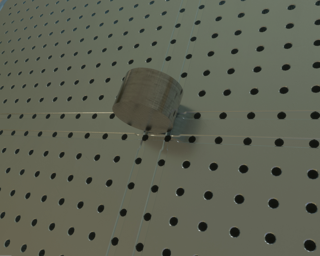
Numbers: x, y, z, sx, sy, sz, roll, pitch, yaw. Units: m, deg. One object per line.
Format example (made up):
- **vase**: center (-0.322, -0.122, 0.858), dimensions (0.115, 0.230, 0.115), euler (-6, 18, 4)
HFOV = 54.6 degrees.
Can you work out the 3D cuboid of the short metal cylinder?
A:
- **short metal cylinder**: center (-0.015, -0.034, 0.403), dimensions (0.080, 0.080, 0.050), euler (4, 64, 30)
